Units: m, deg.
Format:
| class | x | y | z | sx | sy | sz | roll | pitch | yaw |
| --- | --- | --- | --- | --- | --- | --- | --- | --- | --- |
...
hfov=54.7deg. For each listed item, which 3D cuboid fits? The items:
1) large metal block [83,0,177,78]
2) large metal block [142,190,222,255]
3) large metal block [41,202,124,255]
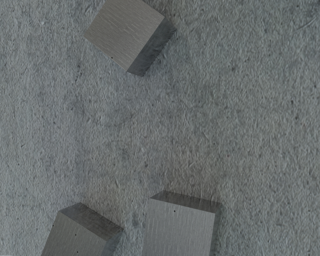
| class | x | y | z | sx | sy | sz | roll | pitch | yaw |
| --- | --- | --- | --- | --- | --- | --- | --- | --- | --- |
| large metal block | -0.039 | -0.126 | 0.409 | 0.080 | 0.050 | 0.080 | 41 | 103 | 15 |
| large metal block | 0.028 | 0.129 | 0.386 | 0.080 | 0.050 | 0.079 | 9 | 93 | 19 |
| large metal block | -0.109 | 0.164 | 0.434 | 0.080 | 0.050 | 0.080 | 25 | 98 | 18 |
